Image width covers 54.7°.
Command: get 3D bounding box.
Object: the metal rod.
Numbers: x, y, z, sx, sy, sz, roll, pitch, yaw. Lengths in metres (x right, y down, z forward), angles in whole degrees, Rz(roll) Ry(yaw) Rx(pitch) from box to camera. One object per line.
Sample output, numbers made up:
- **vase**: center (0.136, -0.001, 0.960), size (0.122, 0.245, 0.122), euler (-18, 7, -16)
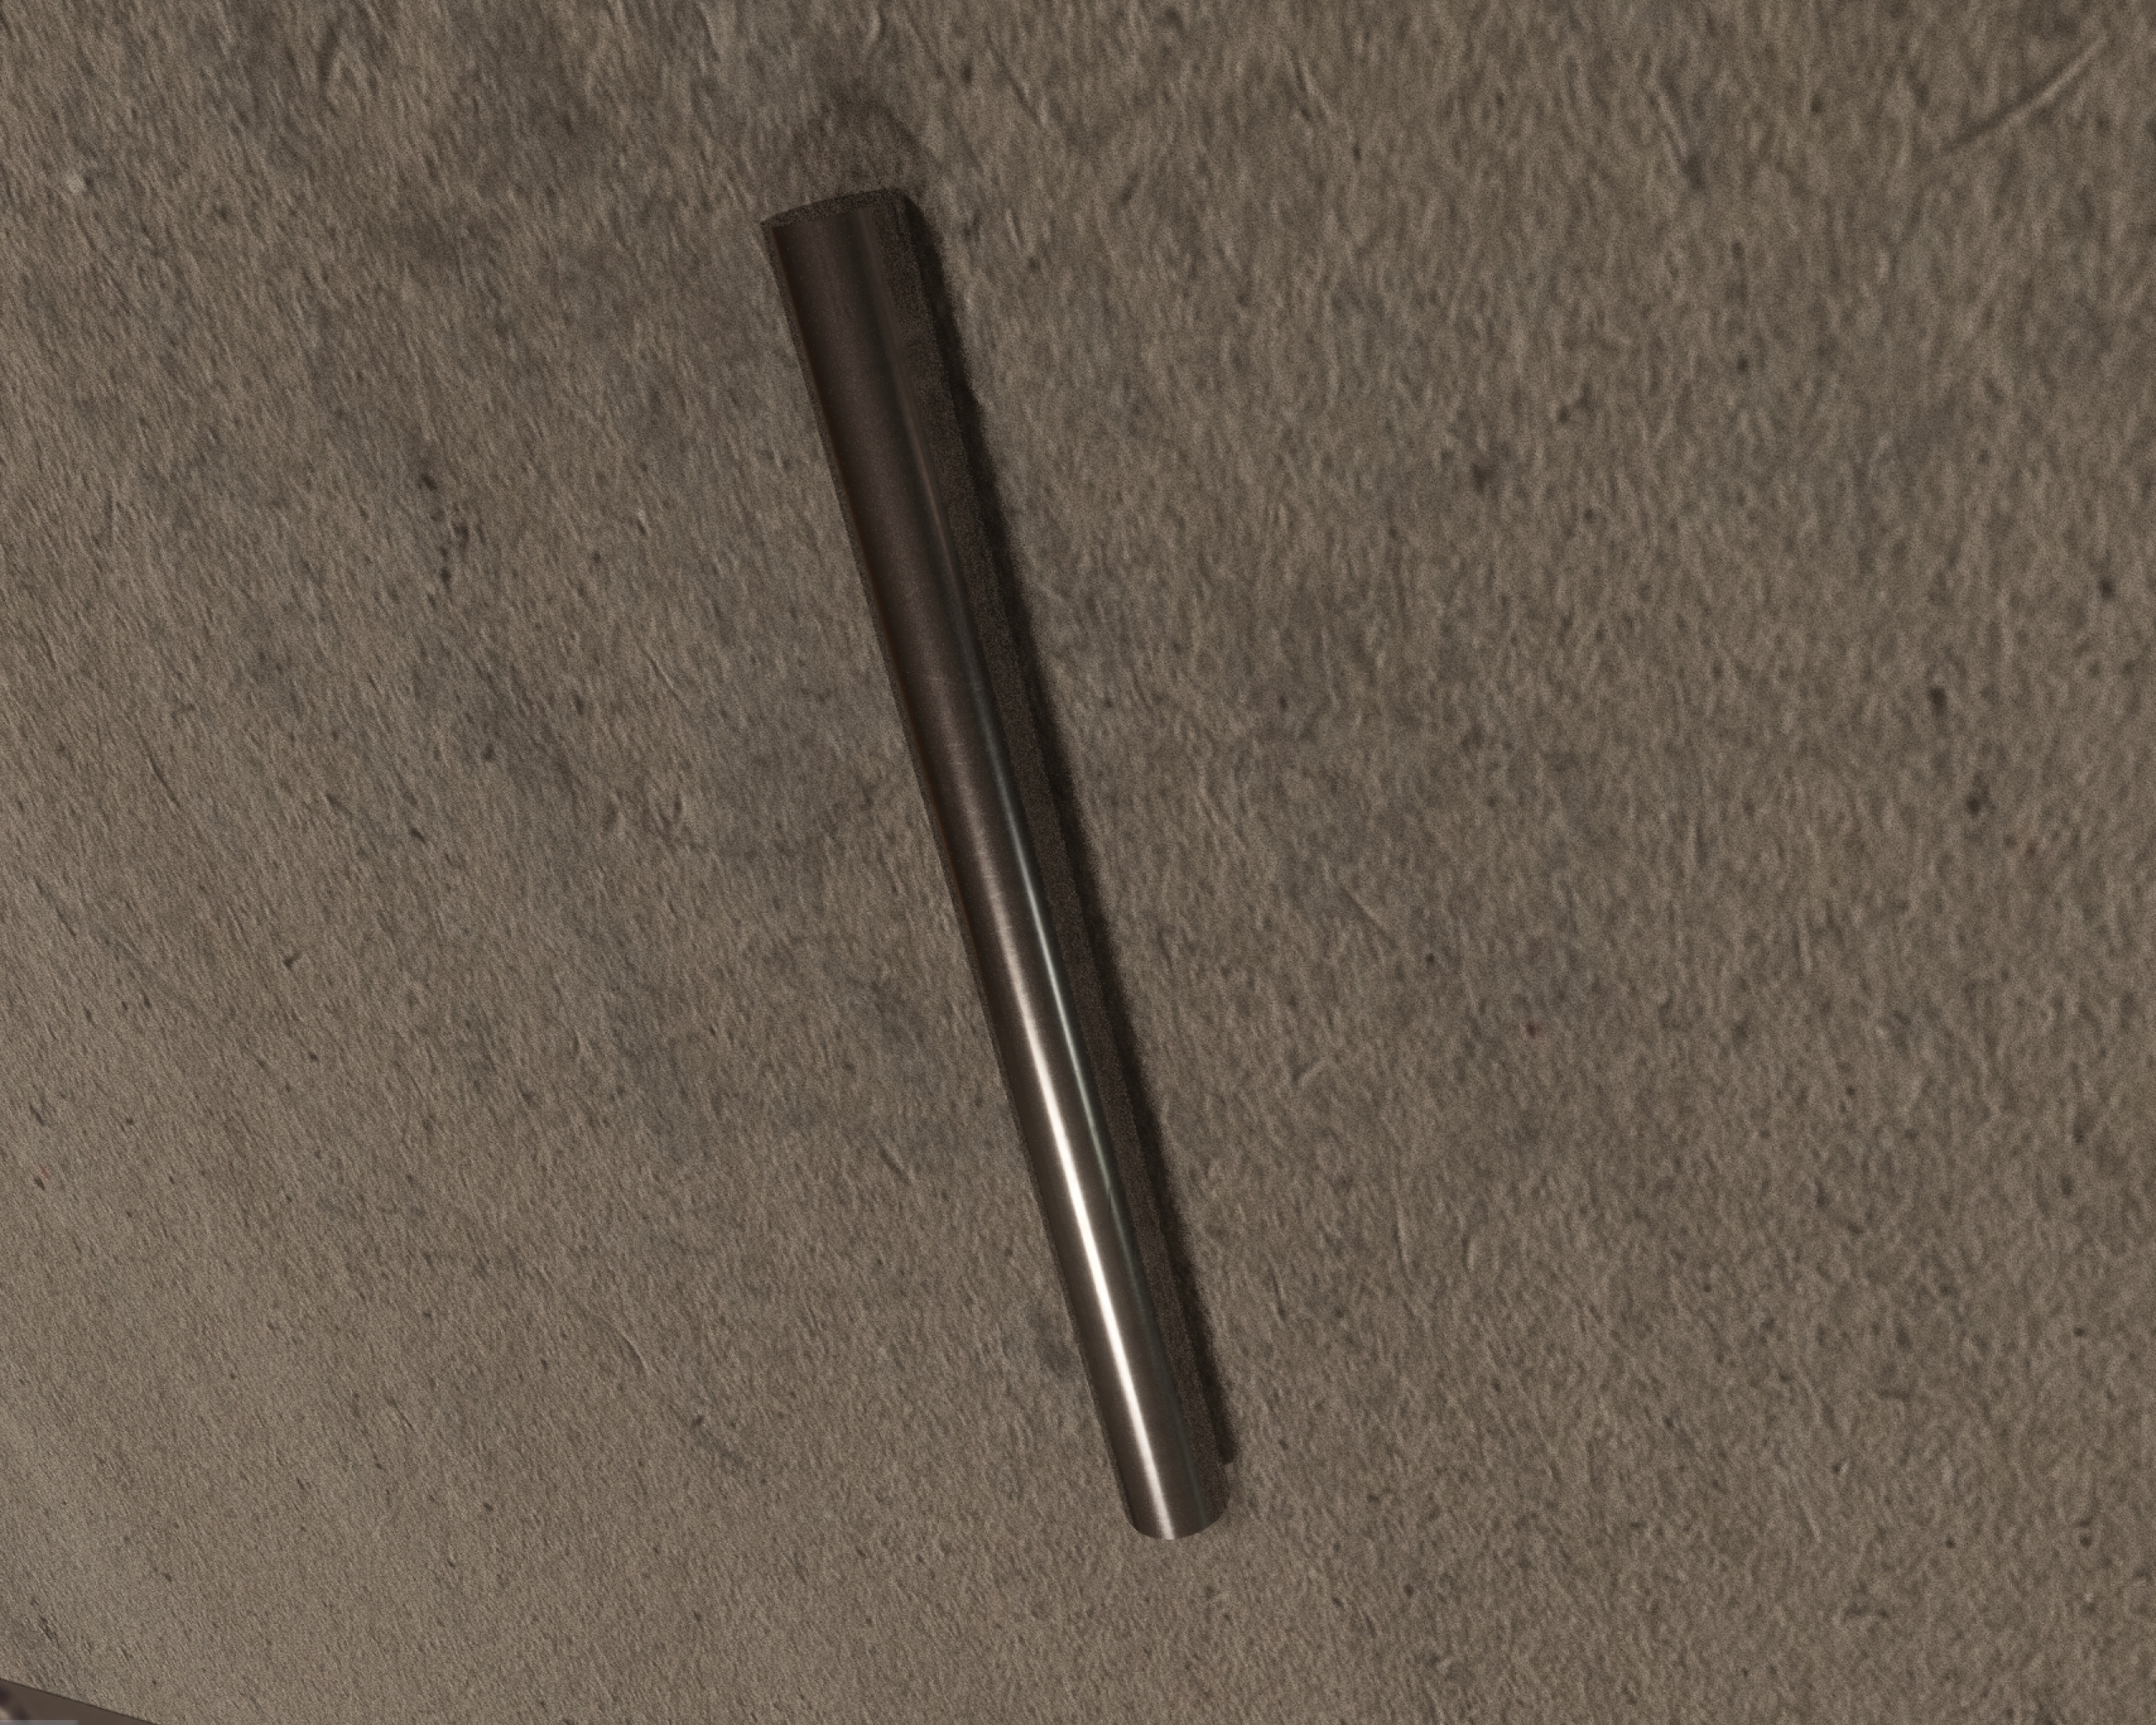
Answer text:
- **metal rod**: center (-0.010, 0.018, 0.423), size (0.025, 0.025, 0.298), euler (0, 119, 28)
